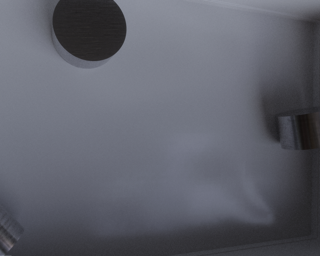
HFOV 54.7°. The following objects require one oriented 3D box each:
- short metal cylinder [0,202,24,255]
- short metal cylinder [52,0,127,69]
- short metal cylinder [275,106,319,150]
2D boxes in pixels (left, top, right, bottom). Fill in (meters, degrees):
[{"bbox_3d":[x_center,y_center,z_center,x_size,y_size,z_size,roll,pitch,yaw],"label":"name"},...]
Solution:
[{"bbox_3d":[-0.188,0.113,0.312,0.080,0.080,0.050,-39,103,-16],"label":"short metal cylinder"},{"bbox_3d":[-0.085,-0.114,0.366,0.081,0.050,0.079,0,90,-21],"label":"short metal cylinder"},{"bbox_3d":[0.220,-0.001,0.465,0.081,0.080,0.050,-13,95,-20],"label":"short metal cylinder"}]
